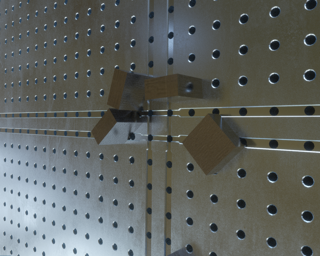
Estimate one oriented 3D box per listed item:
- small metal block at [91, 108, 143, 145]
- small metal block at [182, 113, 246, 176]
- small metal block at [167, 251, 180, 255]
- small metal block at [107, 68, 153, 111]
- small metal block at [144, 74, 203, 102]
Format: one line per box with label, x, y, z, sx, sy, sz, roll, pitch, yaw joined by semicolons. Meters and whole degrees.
small metal block;-0.061;-0.001;0.445;0.050;0.050;0.025;-47;62;30
small metal block;0.061;0.019;0.360;0.050;0.025;0.050;-51;60;28
small metal block;0.014;0.197;0.399;0.050;0.025;0.050;-51;60;28
small metal block;-0.041;-0.052;0.428;0.025;0.050;0.050;24;105;37
small metal block;0.017;-0.047;0.380;0.050;0.050;0.025;-3;88;40
